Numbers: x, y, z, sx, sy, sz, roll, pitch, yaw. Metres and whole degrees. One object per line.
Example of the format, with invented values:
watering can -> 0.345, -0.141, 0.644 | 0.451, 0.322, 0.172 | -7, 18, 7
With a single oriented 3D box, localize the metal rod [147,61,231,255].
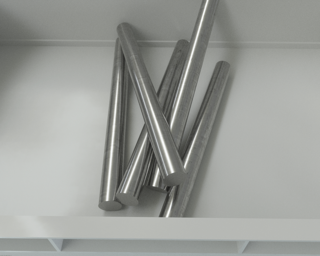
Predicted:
metal rod -> 0.049, 0.013, 0.393 | 0.025, 0.025, 0.301 | 15, 52, 12

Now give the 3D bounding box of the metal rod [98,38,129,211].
metal rod -> -0.058, -0.031, 0.430 | 0.025, 0.025, 0.300 | -1, 50, -1

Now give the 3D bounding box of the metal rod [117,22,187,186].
metal rod -> -0.022, -0.055, 0.407 | 0.025, 0.025, 0.300 | -11, 48, -9

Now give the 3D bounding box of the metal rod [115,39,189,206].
metal rod -> 0.002, -0.032, 0.421 | 0.025, 0.025, 0.300 | 11, 48, 9

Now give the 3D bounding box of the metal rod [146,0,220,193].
metal rod -> 0.037, -0.063, 0.405 | 0.025, 0.025, 0.300 | 13, 67, 10
